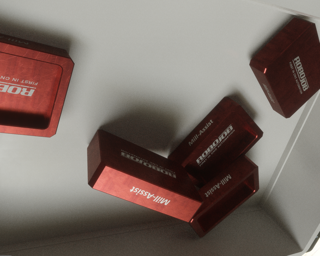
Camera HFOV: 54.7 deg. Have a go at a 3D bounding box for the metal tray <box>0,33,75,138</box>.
[{"bbox_3d":[-0.158,-0.042,0.292,0.131,0.030,0.089,8,114,-32],"label":"metal tray"}]

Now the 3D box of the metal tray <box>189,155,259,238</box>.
[{"bbox_3d":[0.098,0.110,0.491,0.130,0.030,0.090,-37,143,-9],"label":"metal tray"}]

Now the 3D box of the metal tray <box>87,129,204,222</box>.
[{"bbox_3d":[-0.020,0.055,0.370,0.131,0.090,0.030,26,105,-23],"label":"metal tray"}]

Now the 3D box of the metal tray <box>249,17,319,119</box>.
[{"bbox_3d":[0.192,-0.082,0.451,0.090,0.030,0.130,-45,135,3],"label":"metal tray"}]

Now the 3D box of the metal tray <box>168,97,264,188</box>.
[{"bbox_3d":[0.085,0.028,0.468,0.130,0.030,0.090,-47,129,5],"label":"metal tray"}]
